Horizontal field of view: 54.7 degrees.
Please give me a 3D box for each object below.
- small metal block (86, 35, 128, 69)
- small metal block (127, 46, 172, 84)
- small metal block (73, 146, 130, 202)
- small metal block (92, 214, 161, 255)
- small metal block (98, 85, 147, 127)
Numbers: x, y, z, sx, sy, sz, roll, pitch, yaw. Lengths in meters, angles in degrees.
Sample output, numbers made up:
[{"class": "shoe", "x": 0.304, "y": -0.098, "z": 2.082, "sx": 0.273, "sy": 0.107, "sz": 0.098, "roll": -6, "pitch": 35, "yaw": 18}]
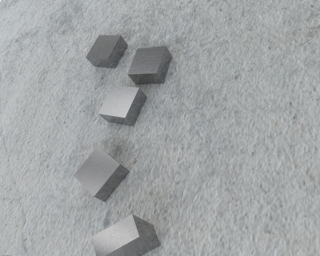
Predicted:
[{"class": "small metal block", "x": -0.090, "y": -0.131, "z": 0.530, "sx": 0.050, "sy": 0.025, "sz": 0.050, "roll": 12, "pitch": 68, "yaw": 32}, {"class": "small metal block", "x": -0.015, "y": -0.094, "z": 0.468, "sx": 0.050, "sy": 0.025, "sz": 0.050, "roll": 3, "pitch": 63, "yaw": 29}, {"class": "small metal block", "x": -0.077, "y": 0.060, "z": 0.406, "sx": 0.050, "sy": 0.025, "sz": 0.050, "roll": 32, "pitch": 79, "yaw": 37}, {"class": "small metal block", "x": -0.035, "y": 0.121, "z": 0.331, "sx": 0.050, "sy": 0.050, "sz": 0.025, "roll": -32, "pitch": 52, "yaw": 7}, {"class": "small metal block", "x": -0.054, "y": -0.033, "z": 0.451, "sx": 0.050, "sy": 0.025, "sz": 0.050, "roll": 10, "pitch": 66, "yaw": 32}]
